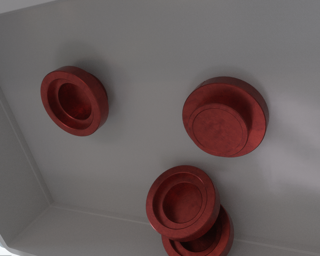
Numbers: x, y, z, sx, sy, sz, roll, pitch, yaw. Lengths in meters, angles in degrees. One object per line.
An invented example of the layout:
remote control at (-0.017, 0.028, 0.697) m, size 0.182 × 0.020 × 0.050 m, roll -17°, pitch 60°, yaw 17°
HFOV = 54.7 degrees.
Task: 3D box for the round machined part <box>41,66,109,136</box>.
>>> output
round machined part at (-0.113, -0.040, 0.432) m, size 0.098 × 0.042 × 0.097 m, roll 13°, pitch 124°, yaw 21°

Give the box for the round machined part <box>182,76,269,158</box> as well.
round machined part at (0.071, -0.006, 0.356) m, size 0.098 × 0.042 × 0.097 m, roll 13°, pitch 124°, yaw 21°

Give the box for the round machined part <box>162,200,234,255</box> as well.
round machined part at (0.055, 0.146, 0.432) m, size 0.098 × 0.098 × 0.042 m, roll -2°, pitch 148°, yaw 29°

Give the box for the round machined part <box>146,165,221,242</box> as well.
round machined part at (0.034, 0.103, 0.417) m, size 0.098 × 0.098 × 0.042 m, roll -2°, pitch 149°, yaw 29°
